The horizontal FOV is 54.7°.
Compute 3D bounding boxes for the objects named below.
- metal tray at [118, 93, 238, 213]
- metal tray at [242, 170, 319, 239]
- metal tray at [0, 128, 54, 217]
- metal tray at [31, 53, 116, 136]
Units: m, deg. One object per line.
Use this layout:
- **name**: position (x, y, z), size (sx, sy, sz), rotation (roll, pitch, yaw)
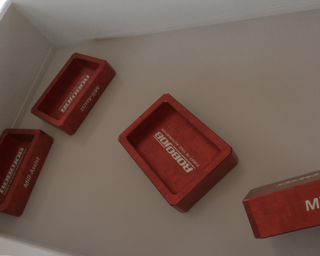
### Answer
- **metal tray**: position (0.017, 0.025, 0.378), size (0.090, 0.030, 0.130), rotation (-43, 51, -2)
- **metal tray**: position (0.140, 0.051, 0.254), size (0.130, 0.090, 0.030), rotation (-20, 78, 17)
- **metal tray**: position (-0.231, 0.065, 0.484), size (0.090, 0.030, 0.130), rotation (1, 62, 28)
- **metal tray**: position (-0.144, -0.060, 0.515), size (0.090, 0.030, 0.130), rotation (22, 73, 36)
